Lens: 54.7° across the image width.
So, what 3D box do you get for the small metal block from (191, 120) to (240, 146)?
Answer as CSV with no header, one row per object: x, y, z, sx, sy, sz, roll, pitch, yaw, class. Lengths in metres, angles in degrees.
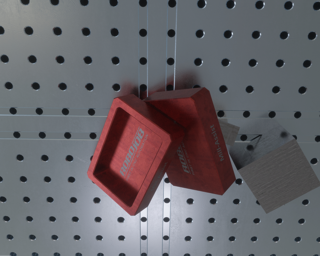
0.067,0.000,0.398,0.050,0.050,0.025,18,96,-7,small metal block

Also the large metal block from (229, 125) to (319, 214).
0.155,0.056,0.422,0.080,0.050,0.080,-32,107,11,large metal block

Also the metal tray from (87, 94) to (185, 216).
-0.035,0.035,0.389,0.090,0.030,0.129,36,119,21,metal tray

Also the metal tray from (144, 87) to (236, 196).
0.035,0.017,0.389,0.090,0.030,0.129,1,118,46,metal tray
